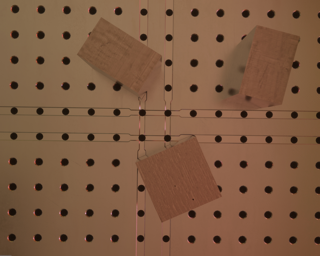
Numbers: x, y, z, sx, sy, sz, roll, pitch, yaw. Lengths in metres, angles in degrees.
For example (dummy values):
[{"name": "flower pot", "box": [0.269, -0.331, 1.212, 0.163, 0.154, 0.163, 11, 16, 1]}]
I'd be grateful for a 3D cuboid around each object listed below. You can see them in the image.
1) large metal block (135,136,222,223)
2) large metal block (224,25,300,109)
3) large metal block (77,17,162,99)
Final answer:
[{"name": "large metal block", "box": [0.023, 0.063, 0.401, 0.080, 0.050, 0.080, -23, 90, -1]}, {"name": "large metal block", "box": [0.123, -0.071, 0.388, 0.050, 0.080, 0.080, 15, 90, 0]}, {"name": "large metal block", "box": [-0.045, -0.082, 0.385, 0.080, 0.080, 0.050, 32, 90, -1]}]
